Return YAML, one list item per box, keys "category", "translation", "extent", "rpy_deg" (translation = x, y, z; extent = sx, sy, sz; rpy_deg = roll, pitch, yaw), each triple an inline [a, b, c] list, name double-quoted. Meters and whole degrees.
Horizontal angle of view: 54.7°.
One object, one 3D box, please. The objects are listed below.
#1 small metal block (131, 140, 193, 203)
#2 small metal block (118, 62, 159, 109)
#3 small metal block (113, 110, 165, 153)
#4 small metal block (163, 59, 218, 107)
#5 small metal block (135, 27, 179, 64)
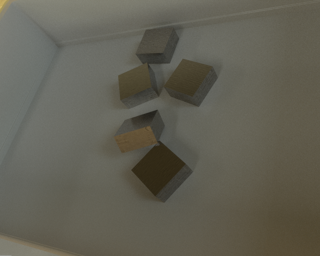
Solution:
- category: "small metal block"
  translation: [0.002, 0.052, 0.373]
  extent: [0.050, 0.025, 0.050]
  rpy_deg: [-46, 51, -4]
- category: "small metal block"
  translation: [-0.033, -0.063, 0.462]
  extent: [0.050, 0.025, 0.050]
  rpy_deg: [-21, 54, 15]
- category: "small metal block"
  translation: [-0.025, 0.004, 0.402]
  extent: [0.050, 0.025, 0.050]
  rpy_deg: [-17, 22, 19]
- category: "small metal block"
  translation: [0.042, -0.062, 0.422]
  extent: [0.050, 0.025, 0.050]
  rpy_deg: [25, 75, 36]
- category: "small metal block"
  translation: [-0.004, -0.129, 0.487]
  extent: [0.050, 0.025, 0.050]
  rpy_deg: [6, 65, 31]
